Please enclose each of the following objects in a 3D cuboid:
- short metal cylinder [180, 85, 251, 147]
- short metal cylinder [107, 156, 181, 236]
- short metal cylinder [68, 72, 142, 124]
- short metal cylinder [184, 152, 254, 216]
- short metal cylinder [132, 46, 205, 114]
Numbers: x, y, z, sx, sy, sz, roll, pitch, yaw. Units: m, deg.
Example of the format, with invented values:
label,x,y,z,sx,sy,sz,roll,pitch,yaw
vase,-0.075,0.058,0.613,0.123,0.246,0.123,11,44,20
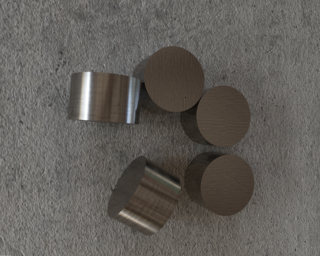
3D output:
label,x,y,z,sx,sy,sz,roll,pitch,yaw
short metal cylinder,0.075,-0.015,0.423,0.081,0.050,0.080,0,90,-20
short metal cylinder,-0.020,0.080,0.372,0.050,0.080,0.080,33,79,-17
short metal cylinder,-0.062,-0.032,0.357,0.081,0.080,0.050,4,89,-20
short metal cylinder,0.080,0.074,0.425,0.081,0.050,0.080,0,90,-20
short metal cylinder,0.009,-0.059,0.397,0.081,0.050,0.080,0,89,-22
